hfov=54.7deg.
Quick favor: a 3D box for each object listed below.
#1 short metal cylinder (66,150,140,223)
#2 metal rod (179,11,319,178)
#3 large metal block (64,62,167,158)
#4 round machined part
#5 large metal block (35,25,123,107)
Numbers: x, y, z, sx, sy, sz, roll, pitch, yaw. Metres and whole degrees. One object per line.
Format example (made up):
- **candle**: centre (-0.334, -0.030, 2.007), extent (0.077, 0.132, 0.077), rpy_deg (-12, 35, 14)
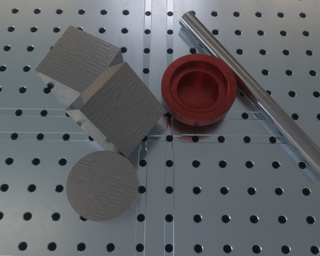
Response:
- **short metal cylinder**: centre (-0.065, 0.072, 0.372), extent (0.081, 0.050, 0.080), rpy_deg (0, 70, 0)
- **metal rod**: centre (0.128, -0.054, 0.432), extent (0.025, 0.025, 0.300), rpy_deg (-34, 74, -12)
- **large metal block**: centre (-0.053, -0.021, 0.381), extent (0.080, 0.050, 0.080), rpy_deg (50, 65, -24)
- **round machined part**: centre (0.051, -0.048, 0.421), extent (0.099, 0.042, 0.098), rpy_deg (0, 70, 0)
- **large metal block**: centre (-0.106, -0.082, 0.427), extent (0.080, 0.050, 0.080), rpy_deg (27, 72, 9)
